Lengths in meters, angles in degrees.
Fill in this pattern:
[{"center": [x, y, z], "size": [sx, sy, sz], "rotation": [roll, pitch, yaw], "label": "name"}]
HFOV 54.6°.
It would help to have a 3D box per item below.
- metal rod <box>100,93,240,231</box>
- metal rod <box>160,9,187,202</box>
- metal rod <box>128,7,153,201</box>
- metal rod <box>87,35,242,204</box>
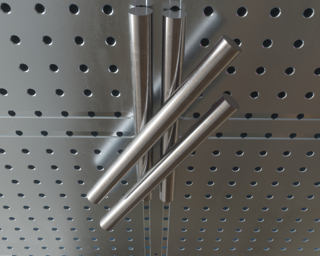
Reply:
[{"center": [-0.003, 0.064, 0.432], "size": [0.025, 0.025, 0.299], "rotation": [28, 125, -22], "label": "metal rod"}, {"center": [0.013, -0.002, 0.410], "size": [0.025, 0.025, 0.298], "rotation": [0, 130, -1], "label": "metal rod"}, {"center": [-0.022, -0.004, 0.408], "size": [0.025, 0.025, 0.298], "rotation": [0, 130, -1], "label": "metal rod"}, {"center": [-0.013, 0.009, 0.387], "size": [0.025, 0.025, 0.299], "rotation": [28, 125, -22], "label": "metal rod"}]
